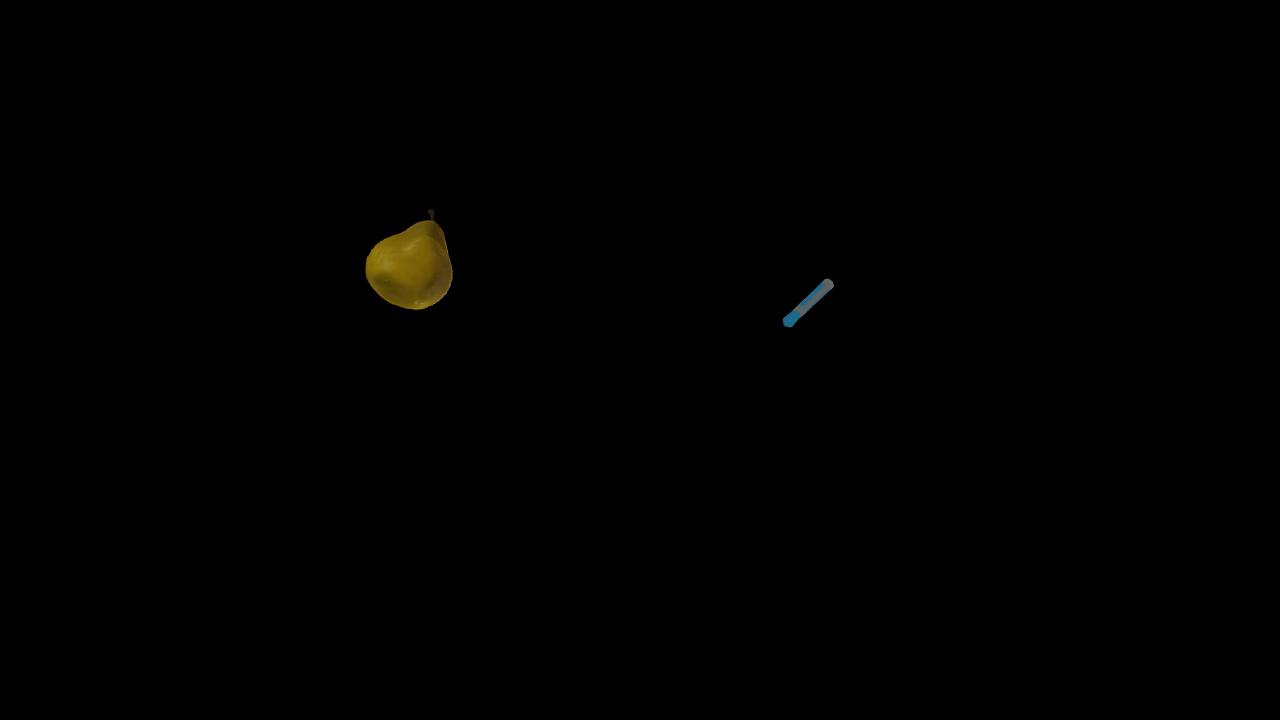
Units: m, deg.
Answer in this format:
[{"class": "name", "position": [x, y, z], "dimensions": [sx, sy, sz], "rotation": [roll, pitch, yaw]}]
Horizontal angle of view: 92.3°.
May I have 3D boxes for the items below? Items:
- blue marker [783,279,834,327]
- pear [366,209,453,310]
[{"class": "blue marker", "position": [0.265, -0.089, 0.971], "dimensions": [0.121, 0.020, 0.020], "rotation": [-40, 20, -26]}, {"class": "pear", "position": [-0.218, -0.105, 0.615], "dimensions": [0.080, 0.111, 0.080], "rotation": [17, -32, 11]}]
